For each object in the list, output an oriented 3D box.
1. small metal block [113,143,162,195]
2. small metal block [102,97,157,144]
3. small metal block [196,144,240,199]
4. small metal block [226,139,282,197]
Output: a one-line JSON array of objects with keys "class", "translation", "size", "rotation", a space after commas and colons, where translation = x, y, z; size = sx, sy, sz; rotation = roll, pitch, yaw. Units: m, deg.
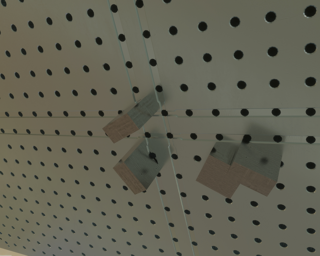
[{"class": "small metal block", "translation": [-0.032, 0.058, 0.446], "size": [0.025, 0.050, 0.050], "rotation": [-30, 102, 37]}, {"class": "small metal block", "translation": [-0.040, -0.011, 0.408], "size": [0.050, 0.050, 0.025], "rotation": [-28, 103, 37]}, {"class": "small metal block", "translation": [0.081, 0.057, 0.403], "size": [0.050, 0.025, 0.050], "rotation": [27, 128, 10]}, {"class": "small metal block", "translation": [0.111, 0.045, 0.364], "size": [0.050, 0.050, 0.025], "rotation": [26, 127, 12]}]
